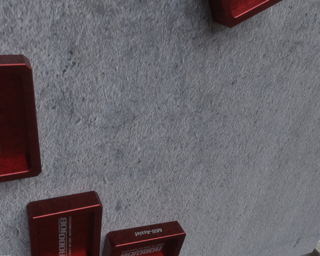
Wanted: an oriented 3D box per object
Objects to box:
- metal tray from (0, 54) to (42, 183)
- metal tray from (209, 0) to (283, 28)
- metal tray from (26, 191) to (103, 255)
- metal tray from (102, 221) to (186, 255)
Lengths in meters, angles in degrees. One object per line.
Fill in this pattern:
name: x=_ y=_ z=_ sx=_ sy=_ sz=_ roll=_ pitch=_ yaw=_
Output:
metal tray: x=-0.171 y=-0.004 z=0.306 sx=0.091 sy=0.030 sz=0.129 roll=-8 pitch=122 yaw=-25
metal tray: x=0.090 y=-0.188 z=0.335 sx=0.090 sy=0.030 sz=0.130 roll=-30 pitch=129 yaw=-9
metal tray: x=-0.130 y=0.153 z=0.426 sx=0.091 sy=0.030 sz=0.129 roll=-6 pitch=121 yaw=-26
metal tray: x=-0.028 y=0.206 z=0.515 sx=0.131 sy=0.030 sz=0.089 roll=0 pitch=118 yaw=-29
